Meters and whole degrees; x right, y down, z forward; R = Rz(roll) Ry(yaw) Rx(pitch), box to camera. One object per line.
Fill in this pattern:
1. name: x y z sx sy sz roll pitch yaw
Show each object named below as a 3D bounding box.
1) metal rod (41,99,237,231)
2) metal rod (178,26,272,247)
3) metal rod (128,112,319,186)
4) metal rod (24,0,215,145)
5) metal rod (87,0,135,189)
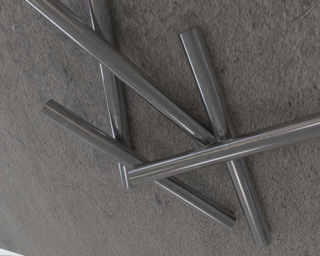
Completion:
1. metal rod: -0.026 0.052 0.427 0.301 0.025 0.025 33 129 -4
2. metal rod: 0.086 0.026 0.377 0.025 0.025 0.299 -10 114 32
3. metal rod: 0.094 0.019 0.340 0.300 0.025 0.025 -19 109 26
4. metal rod: -0.054 -0.078 0.358 0.301 0.025 0.025 39 130 -10
5. metal rod: -0.061 -0.042 0.412 0.025 0.025 0.298 9 122 24
